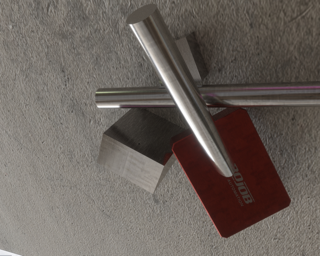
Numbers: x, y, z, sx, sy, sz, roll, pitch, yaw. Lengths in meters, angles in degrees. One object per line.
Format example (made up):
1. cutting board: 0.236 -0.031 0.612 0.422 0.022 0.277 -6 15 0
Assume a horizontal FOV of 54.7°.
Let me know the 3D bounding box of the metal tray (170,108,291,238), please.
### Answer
1. metal tray: 0.080 0.050 0.357 0.090 0.030 0.130 -29 101 2

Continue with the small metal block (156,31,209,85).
1. small metal block: 0.020 -0.074 0.349 0.050 0.025 0.050 -11 113 32

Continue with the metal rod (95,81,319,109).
1. metal rod: 0.070 -0.034 0.326 0.301 0.025 0.025 1 119 19

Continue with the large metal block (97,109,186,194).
1. large metal block: -0.020 0.024 0.395 0.080 0.080 0.050 27 128 11

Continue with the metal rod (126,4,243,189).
1. metal rod: 0.052 0.013 0.319 0.025 0.025 0.300 -6 137 30
